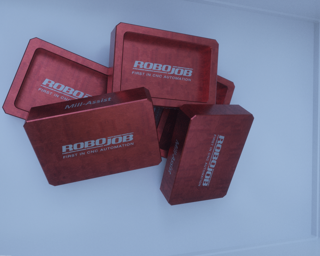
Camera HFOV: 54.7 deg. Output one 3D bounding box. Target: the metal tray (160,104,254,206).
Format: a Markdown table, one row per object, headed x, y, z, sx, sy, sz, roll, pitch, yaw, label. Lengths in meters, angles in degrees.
| x | y | z | sx | sy | sz | roll | pitch | yaw | label |
| --- | --- | --- | --- | --- | --- | --- | --- | --- | --- |
| 0.057 | 0.034 | 0.394 | 0.091 | 0.030 | 0.129 | -2 | 119 | -26 | metal tray |

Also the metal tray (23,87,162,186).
| x | y | z | sx | sy | sz | roll | pitch | yaw | label |
| --- | --- | --- | --- | --- | --- | --- | --- | --- | --- |
| -0.069 | 0.011 | 0.345 | 0.131 | 0.030 | 0.089 | -11 | 124 | -5 | metal tray |

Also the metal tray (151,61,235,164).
| x | y | z | sx | sy | sz | roll | pitch | yaw | label |
| --- | --- | --- | --- | --- | --- | --- | --- | --- | --- |
| 0.041 | -0.016 | 0.422 | 0.091 | 0.030 | 0.129 | 21 | 83 | -19 | metal tray |

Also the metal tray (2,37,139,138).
| x | y | z | sx | sy | sz | roll | pitch | yaw | label |
| --- | --- | --- | --- | --- | --- | --- | --- | --- | --- |
| -0.102 | -0.038 | 0.367 | 0.131 | 0.030 | 0.090 | 21 | 83 | -19 | metal tray |

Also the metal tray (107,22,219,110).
| x | y | z | sx | sy | sz | roll | pitch | yaw | label |
| --- | --- | --- | --- | --- | --- | --- | --- | --- | --- |
| 0.005 | -0.069 | 0.377 | 0.131 | 0.030 | 0.089 | 4 | 89 | -20 | metal tray |
